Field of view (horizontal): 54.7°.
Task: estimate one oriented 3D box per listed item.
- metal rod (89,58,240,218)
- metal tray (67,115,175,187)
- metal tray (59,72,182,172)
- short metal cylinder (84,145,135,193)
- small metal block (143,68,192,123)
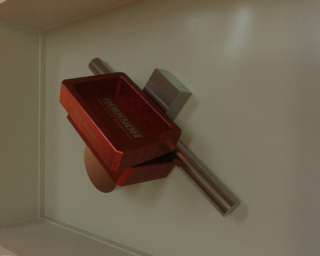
[{"bbox_3d":[-0.011,-0.005,0.414,0.300,0.025,0.025,46,118,29],"label":"metal rod"},{"bbox_3d":[-0.050,0.013,0.401,0.130,0.091,0.030,47,118,29],"label":"metal tray"},{"bbox_3d":[-0.049,-0.015,0.368,0.130,0.091,0.030,47,135,29],"label":"metal tray"},{"bbox_3d":[-0.061,0.044,0.430,0.080,0.050,0.079,10,104,44],"label":"short metal cylinder"},{"bbox_3d":[0.005,-0.041,0.399,0.050,0.025,0.050,48,118,29],"label":"small metal block"}]
